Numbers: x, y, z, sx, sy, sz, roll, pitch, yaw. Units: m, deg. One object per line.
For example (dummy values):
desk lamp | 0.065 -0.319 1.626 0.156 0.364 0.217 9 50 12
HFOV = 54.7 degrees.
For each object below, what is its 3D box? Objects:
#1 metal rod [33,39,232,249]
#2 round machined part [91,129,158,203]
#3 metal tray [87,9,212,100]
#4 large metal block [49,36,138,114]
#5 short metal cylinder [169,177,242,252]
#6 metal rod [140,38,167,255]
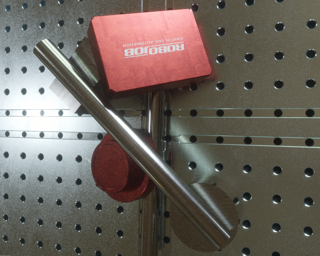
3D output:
metal rod | -0.035 0.013 0.349 0.300 0.025 0.025 46 104 5
round machined part | -0.052 0.049 0.404 0.098 0.042 0.097 0 90 37
metal tray | -0.011 -0.090 0.371 0.131 0.030 0.090 -14 83 -23
large metal block | -0.084 -0.064 0.413 0.050 0.080 0.080 43 103 14
short metal cylinder | 0.058 0.103 0.379 0.080 0.050 0.079 0 90 19
metal rod | -0.008 0.020 0.414 0.025 0.025 0.298 3 91 19
